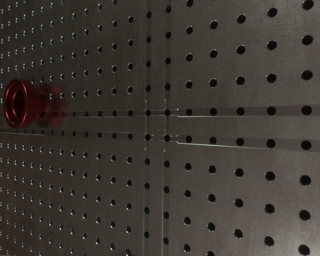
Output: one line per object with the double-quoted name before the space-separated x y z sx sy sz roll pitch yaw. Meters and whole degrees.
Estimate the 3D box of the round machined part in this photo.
"round machined part" -0.269 -0.048 0.616 0.098 0.042 0.097 0 90 39
